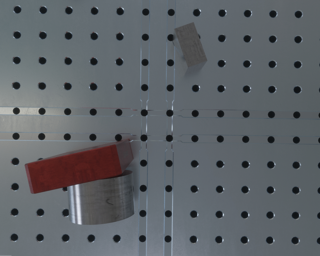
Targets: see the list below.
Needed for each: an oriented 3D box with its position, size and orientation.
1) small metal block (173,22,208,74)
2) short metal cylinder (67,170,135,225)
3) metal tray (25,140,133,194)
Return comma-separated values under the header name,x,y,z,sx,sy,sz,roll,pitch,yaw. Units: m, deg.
name,x,y,z,sx,sy,sz,roll,pitch,yaw
small metal block,0.037,-0.101,0.401,0.025,0.050,0.050,-20,90,0
short metal cylinder,-0.073,0.083,0.385,0.080,0.080,0.050,-4,90,0
metal tray,-0.084,0.039,0.360,0.091,0.130,0.030,-12,90,0
